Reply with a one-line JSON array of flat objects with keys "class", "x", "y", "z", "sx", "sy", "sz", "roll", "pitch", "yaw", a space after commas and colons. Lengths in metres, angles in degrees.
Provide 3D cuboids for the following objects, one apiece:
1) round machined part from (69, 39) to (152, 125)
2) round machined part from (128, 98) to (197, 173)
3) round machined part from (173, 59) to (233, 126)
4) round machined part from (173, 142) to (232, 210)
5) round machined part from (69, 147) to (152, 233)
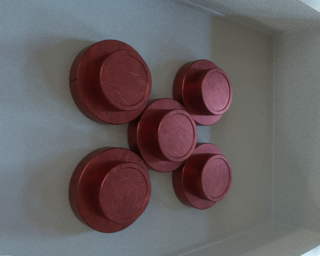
[{"class": "round machined part", "x": -0.048, "y": -0.052, "z": 0.355, "sx": 0.099, "sy": 0.042, "sz": 0.097, "roll": 0, "pitch": 90, "yaw": -40}, {"class": "round machined part", "x": 0.011, "y": 0.010, "z": 0.404, "sx": 0.099, "sy": 0.042, "sz": 0.097, "roll": 0, "pitch": 90, "yaw": -40}, {"class": "round machined part", "x": 0.069, "y": -0.052, "z": 0.454, "sx": 0.099, "sy": 0.042, "sz": 0.097, "roll": 0, "pitch": 90, "yaw": -40}, {"class": "round machined part", "x": 0.069, "y": 0.071, "z": 0.454, "sx": 0.099, "sy": 0.042, "sz": 0.097, "roll": 0, "pitch": 90, "yaw": -40}, {"class": "round machined part", "x": -0.049, "y": 0.071, "z": 0.355, "sx": 0.099, "sy": 0.042, "sz": 0.097, "roll": 0, "pitch": 90, "yaw": -40}]
